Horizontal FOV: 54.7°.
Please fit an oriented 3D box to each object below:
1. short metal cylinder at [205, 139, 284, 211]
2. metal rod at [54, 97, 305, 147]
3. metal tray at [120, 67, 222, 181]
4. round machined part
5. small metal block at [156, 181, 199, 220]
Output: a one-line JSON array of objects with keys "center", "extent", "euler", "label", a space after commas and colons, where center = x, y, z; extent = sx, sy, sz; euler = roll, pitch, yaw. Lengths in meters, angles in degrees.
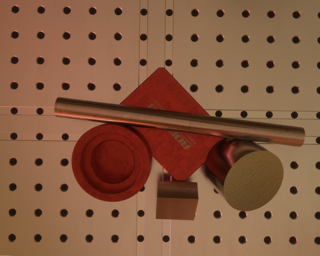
[{"center": [0.104, 0.056, 0.387], "extent": [0.081, 0.050, 0.079], "euler": [-6, 110, -16], "label": "short metal cylinder"}, {"center": [0.024, -0.007, 0.382], "extent": [0.302, 0.025, 0.025], "euler": [7, 90, -1], "label": "metal rod"}, {"center": [0.014, -0.004, 0.412], "extent": [0.090, 0.030, 0.130], "euler": [-43, 91, 0], "label": "metal tray"}, {"center": [-0.059, 0.041, 0.399], "extent": [0.099, 0.042, 0.097], "euler": [0, 96, 4], "label": "round machined part"}, {"center": [0.021, 0.094, 0.400], "extent": [0.050, 0.025, 0.050], "euler": [3, 133, -1], "label": "small metal block"}]
